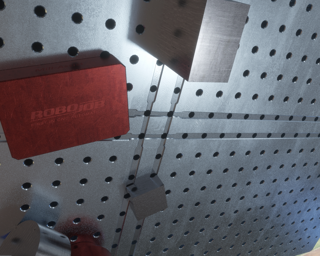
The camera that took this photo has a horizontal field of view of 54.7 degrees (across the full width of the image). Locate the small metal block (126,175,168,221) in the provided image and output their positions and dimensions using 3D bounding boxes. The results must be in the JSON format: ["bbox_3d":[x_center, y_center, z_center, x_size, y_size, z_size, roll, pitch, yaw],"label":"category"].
[{"bbox_3d":[-0.019,0.105,0.466,0.050,0.025,0.050,-20,126,-17],"label":"small metal block"}]

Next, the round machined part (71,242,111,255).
[{"bbox_3d":[-0.120,0.212,0.466,0.099,0.042,0.097,-14,124,-21],"label":"round machined part"}]

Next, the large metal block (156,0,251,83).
[{"bbox_3d":[0.041,-0.101,0.335,0.050,0.080,0.079,-3,120,-27],"label":"large metal block"}]

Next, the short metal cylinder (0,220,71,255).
[{"bbox_3d":[-0.160,0.164,0.389,0.080,0.080,0.050,-43,130,1],"label":"short metal cylinder"}]

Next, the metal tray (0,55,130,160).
[{"bbox_3d":[-0.102,-0.024,0.338,0.131,0.030,0.089,-14,124,-21],"label":"metal tray"}]
